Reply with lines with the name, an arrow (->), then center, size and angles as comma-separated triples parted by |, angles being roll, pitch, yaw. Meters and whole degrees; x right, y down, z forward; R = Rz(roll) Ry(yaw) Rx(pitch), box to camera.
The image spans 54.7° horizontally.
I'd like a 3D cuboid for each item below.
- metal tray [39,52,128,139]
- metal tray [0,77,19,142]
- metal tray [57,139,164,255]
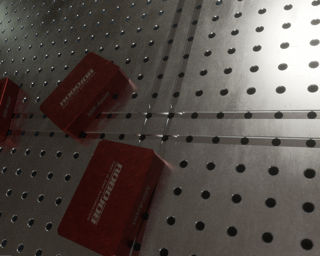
metal tray -> -0.124, -0.056, 0.503 | 0.090, 0.030, 0.130 | 34, 80, 38
metal tray -> -0.325, -0.028, 0.588 | 0.090, 0.030, 0.130 | -15, 55, 19
metal tray -> -0.060, 0.083, 0.384 | 0.090, 0.030, 0.130 | 9, 66, 31
